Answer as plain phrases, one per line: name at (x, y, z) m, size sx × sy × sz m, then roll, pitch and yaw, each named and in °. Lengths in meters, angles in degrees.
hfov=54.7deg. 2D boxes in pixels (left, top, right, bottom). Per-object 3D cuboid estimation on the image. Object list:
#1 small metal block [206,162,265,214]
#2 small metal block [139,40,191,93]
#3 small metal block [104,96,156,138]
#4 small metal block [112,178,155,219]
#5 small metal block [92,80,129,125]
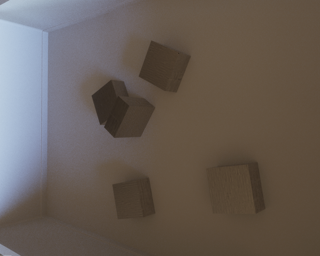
small metal block at (0.082, 0.066, 0.339) m, size 0.050 × 0.025 × 0.050 m, roll -12°, pitch 82°, yaw 39°
small metal block at (0.005, -0.080, 0.403) m, size 0.050 × 0.025 × 0.050 m, roll 33°, pitch 111°, yaw 35°
small metal block at (-0.041, -0.015, 0.425) m, size 0.025 × 0.050 × 0.050 m, roll 42°, pitch 115°, yaw 32°
small metal block at (-0.038, 0.100, 0.438) m, size 0.050 × 0.025 × 0.050 m, roll -17°, pitch 79°, yaw 38°
small metal block at (-0.072, -0.037, 0.467) m, size 0.050 × 0.025 × 0.050 m, roll -30°, pitch 71°, yaw 36°
